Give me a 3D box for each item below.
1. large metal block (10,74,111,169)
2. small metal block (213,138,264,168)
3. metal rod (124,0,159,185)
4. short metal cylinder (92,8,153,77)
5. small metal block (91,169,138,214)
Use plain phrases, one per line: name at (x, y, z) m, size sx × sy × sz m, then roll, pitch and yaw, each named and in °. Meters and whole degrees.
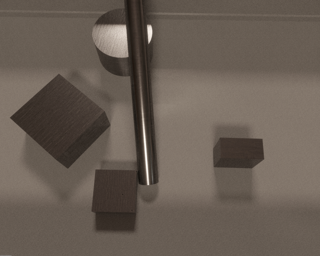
large metal block at (-0.124, -0.008, 0.398) m, size 0.080 × 0.050 × 0.080 m, roll 39°, pitch 74°, yaw 12°
small metal block at (0.096, 0.032, 0.386) m, size 0.050 × 0.050 × 0.025 m, roll 2°, pitch 70°, yaw 0°
metal rod at (-0.025, -0.080, 0.374) m, size 0.025 × 0.025 × 0.298 m, roll -4°, pitch 95°, yaw -2°
short metal cylinder at (-0.051, -0.121, 0.440) m, size 0.081 × 0.050 × 0.080 m, roll 0°, pitch 70°, yaw 0°
small metal block at (-0.054, 0.079, 0.380) m, size 0.050 × 0.025 × 0.050 m, roll 1°, pitch 70°, yaw 0°
